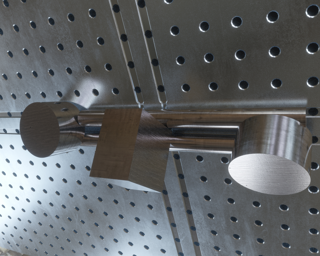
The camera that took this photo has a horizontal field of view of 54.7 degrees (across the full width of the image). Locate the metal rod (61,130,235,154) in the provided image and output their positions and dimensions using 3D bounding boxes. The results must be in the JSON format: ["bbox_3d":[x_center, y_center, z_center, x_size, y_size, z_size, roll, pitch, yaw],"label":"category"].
[{"bbox_3d":[-0.039,0.017,0.441,0.300,0.025,0.025,1,119,27],"label":"metal rod"}]

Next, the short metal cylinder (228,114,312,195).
[{"bbox_3d":[0.119,0.030,0.334,0.080,0.050,0.080,15,146,10],"label":"short metal cylinder"}]

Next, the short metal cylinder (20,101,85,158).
[{"bbox_3d":[-0.160,0.001,0.461,0.080,0.050,0.079,3,97,27],"label":"short metal cylinder"}]

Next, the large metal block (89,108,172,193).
[{"bbox_3d":[-0.030,0.029,0.371,0.050,0.080,0.080,1,161,28],"label":"large metal block"}]

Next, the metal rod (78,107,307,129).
[{"bbox_3d":[0.019,-0.012,0.393,0.300,0.025,0.025,1,119,27],"label":"metal rod"}]
